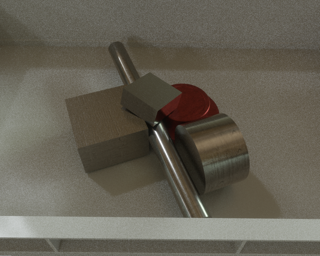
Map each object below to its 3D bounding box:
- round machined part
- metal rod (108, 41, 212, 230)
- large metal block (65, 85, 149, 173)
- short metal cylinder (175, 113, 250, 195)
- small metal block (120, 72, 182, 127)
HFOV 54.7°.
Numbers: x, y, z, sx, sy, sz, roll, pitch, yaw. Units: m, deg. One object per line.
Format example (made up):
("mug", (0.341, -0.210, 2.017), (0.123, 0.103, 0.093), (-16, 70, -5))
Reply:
("round machined part", (0.030, -0.021, 0.410), (0.099, 0.042, 0.098), (0, 50, 0))
("metal rod", (-0.014, -0.015, 0.389), (0.025, 0.025, 0.300), (-16, 52, -13))
("large metal block", (-0.065, -0.001, 0.384), (0.081, 0.050, 0.080), (-16, 52, -13))
("short metal cylinder", (0.055, 0.028, 0.344), (0.050, 0.080, 0.080), (-16, 52, -13))
("small metal block", (-0.010, -0.035, 0.370), (0.050, 0.025, 0.050), (35, 46, 17))
